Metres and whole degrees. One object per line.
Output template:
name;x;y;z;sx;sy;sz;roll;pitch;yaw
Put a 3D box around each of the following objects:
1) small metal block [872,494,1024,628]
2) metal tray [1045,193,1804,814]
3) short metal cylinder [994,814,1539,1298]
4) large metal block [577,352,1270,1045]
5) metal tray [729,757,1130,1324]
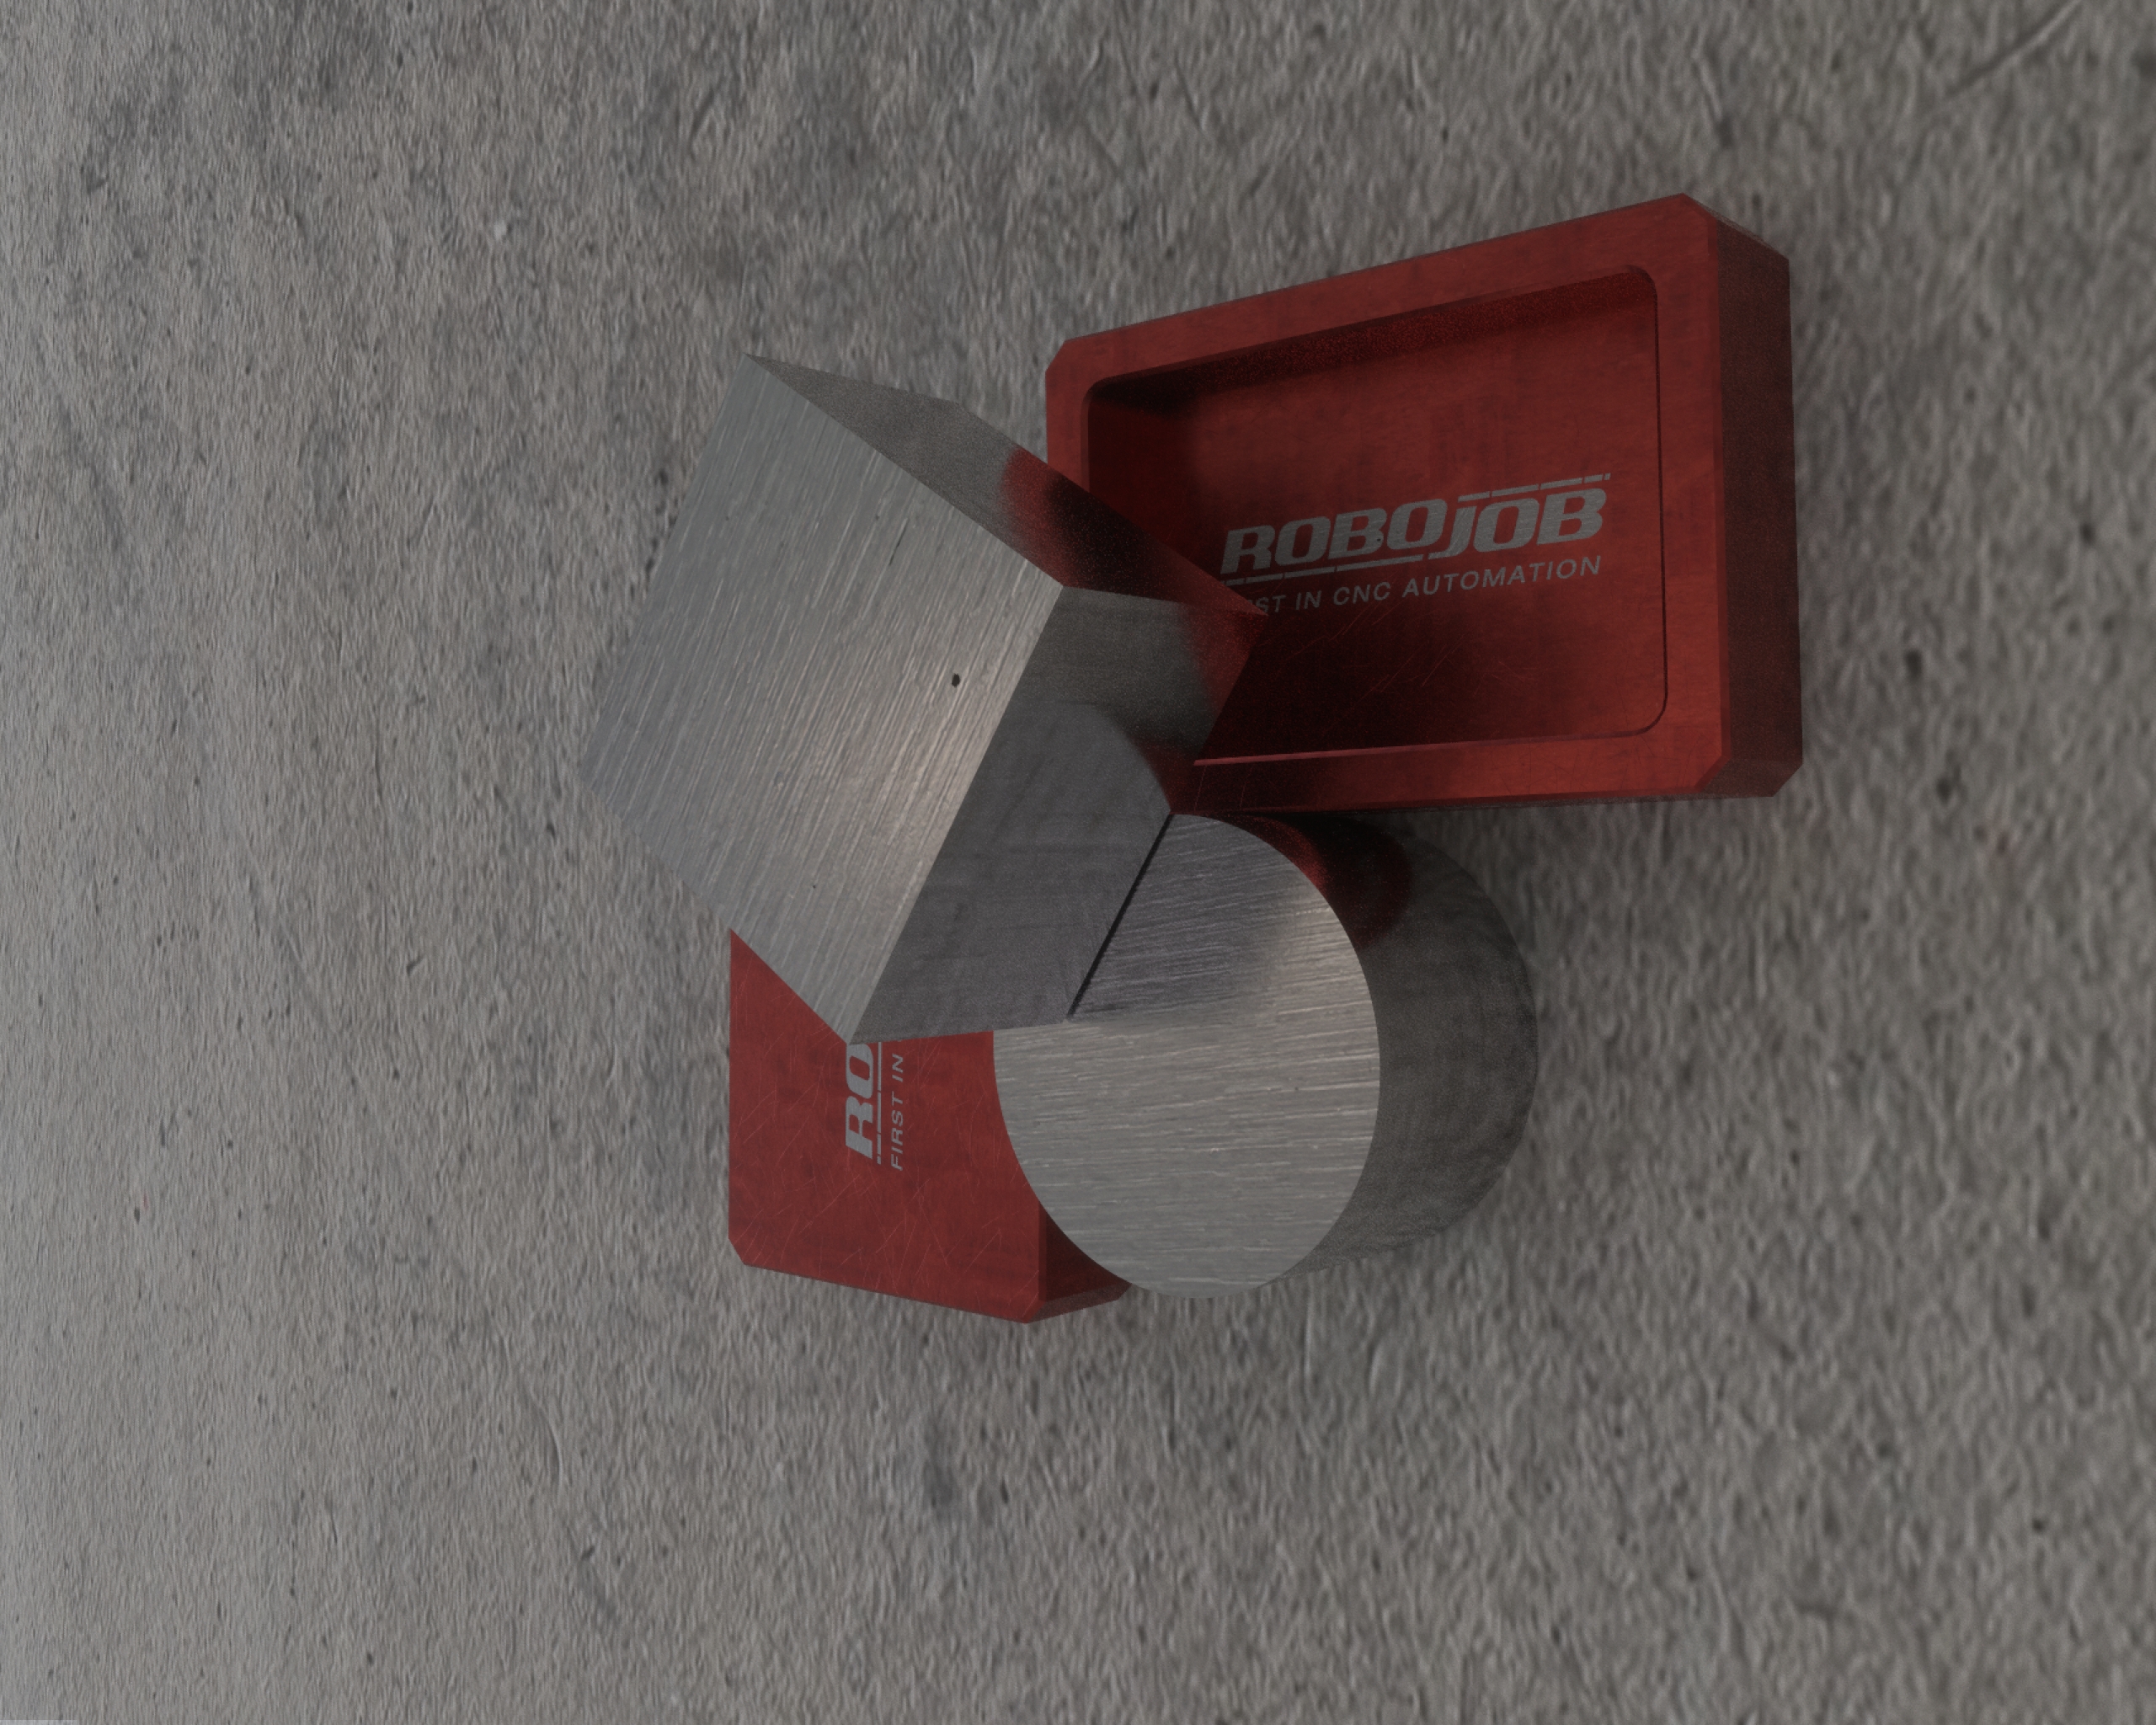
small metal block;-0.023;-0.055;0.409;0.050;0.050;0.025;1;91;40
metal tray;0.054;-0.054;0.359;0.130;0.030;0.089;-2;89;40
short metal cylinder;0.032;0.032;0.363;0.080;0.050;0.080;0;90;40
large metal block;-0.028;-0.027;0.346;0.080;0.050;0.079;40;114;32
metal tray;-0.031;0.022;0.430;0.090;0.030;0.129;1;91;40
